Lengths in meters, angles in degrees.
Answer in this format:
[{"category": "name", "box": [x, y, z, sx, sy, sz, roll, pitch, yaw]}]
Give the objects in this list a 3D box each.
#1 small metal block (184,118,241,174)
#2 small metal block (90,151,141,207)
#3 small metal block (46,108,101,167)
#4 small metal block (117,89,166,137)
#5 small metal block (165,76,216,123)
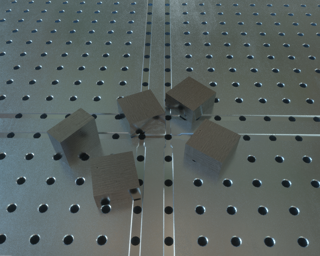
[{"category": "small metal block", "box": [0.066, 0.022, 0.390, 0.050, 0.025, 0.050, 28, 55, 21]}, {"category": "small metal block", "box": [-0.052, 0.058, 0.358, 0.050, 0.025, 0.050, -10, 51, -9]}, {"category": "small metal block", "box": [-0.104, 0.012, 0.380, 0.025, 0.050, 0.050, 34, 58, 25]}, {"category": "small metal block", "box": [-0.026, -0.022, 0.426, 0.050, 0.025, 0.050, -19, 53, -16]}, {"category": "small metal block", "box": [0.044, -0.041, 0.443, 0.050, 0.025, 0.050, 36, 59, 26]}]
